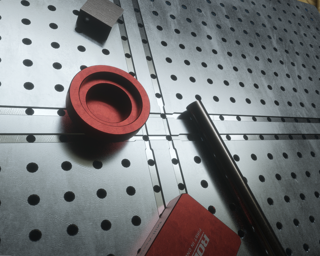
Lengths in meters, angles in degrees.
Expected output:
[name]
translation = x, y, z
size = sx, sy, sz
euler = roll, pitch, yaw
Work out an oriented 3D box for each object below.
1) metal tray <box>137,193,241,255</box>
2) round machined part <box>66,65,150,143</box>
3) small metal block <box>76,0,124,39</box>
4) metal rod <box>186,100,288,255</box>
[metal tray]
translation = 0.025, 0.147, 0.330
size = 0.090, 0.030, 0.131
euler = 40, 51, -1
[round machined part]
translation = -0.065, -0.026, 0.379
size = 0.099, 0.042, 0.098
euler = 14, 56, -21
[small metal block]
translation = -0.089, -0.169, 0.465
size = 0.050, 0.025, 0.050
euler = 29, 52, -11
[metal rod]
translation = 0.113, 0.094, 0.413
size = 0.025, 0.025, 0.299
euler = -14, 69, -34
